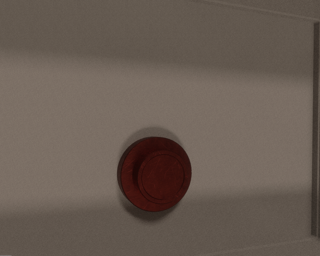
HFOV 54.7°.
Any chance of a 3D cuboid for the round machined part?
[{"bbox_3d":[-0.003,0.060,0.402,0.099,0.042,0.097,0,90,-21],"label":"round machined part"}]
